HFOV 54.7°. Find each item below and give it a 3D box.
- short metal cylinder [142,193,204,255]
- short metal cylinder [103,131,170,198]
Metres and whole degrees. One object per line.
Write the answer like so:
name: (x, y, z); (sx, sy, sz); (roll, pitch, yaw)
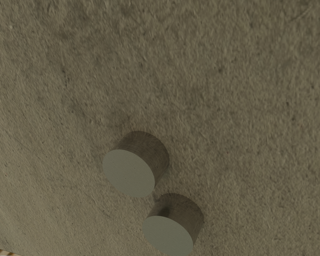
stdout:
short metal cylinder: (0.020, 0.146, 0.469); (0.080, 0.050, 0.079); (13, 124, 20)
short metal cylinder: (-0.033, 0.051, 0.438); (0.080, 0.050, 0.079); (13, 124, 20)
